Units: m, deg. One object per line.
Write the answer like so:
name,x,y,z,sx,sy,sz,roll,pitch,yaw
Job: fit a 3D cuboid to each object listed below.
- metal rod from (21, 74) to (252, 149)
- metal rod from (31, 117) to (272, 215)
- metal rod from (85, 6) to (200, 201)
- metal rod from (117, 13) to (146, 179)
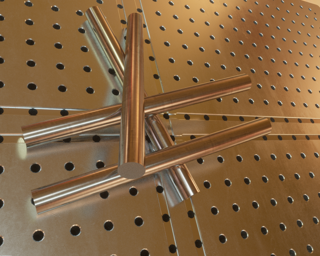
metal rod,-0.010,-0.028,0.386,0.302,0.025,0.025,-16,70,-24
metal rod,0.011,0.035,0.362,0.302,0.025,0.025,-16,70,-24
metal rod,-0.030,-0.044,0.417,0.025,0.025,0.299,-17,71,-35
metal rod,-0.032,-0.066,0.385,0.025,0.025,0.300,17,41,-19
